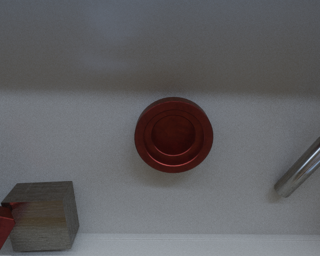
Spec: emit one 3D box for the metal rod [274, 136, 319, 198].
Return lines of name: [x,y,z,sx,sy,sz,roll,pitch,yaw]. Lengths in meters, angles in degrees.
metal rod: [0.222,-0.014,0.353,0.025,0.025,0.298,17,131,-7]

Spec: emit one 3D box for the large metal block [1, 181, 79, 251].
large metal block: [-0.166,0.125,0.442,0.081,0.050,0.079,-3,110,0]

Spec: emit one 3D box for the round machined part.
round machined part: [0.017,0.006,0.405,0.099,0.042,0.097,0,110,-1]

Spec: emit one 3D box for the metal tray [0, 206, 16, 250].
metal tray: [-0.250,0.124,0.352,0.130,0.030,0.090,31,88,-40]
